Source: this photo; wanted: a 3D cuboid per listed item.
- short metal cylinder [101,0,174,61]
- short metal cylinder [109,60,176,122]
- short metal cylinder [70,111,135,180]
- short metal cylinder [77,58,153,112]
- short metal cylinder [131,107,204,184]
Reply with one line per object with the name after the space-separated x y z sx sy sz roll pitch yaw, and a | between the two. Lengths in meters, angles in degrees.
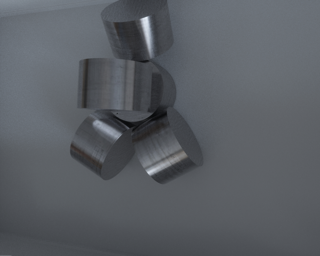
-0.027 -0.125 0.382 0.080 0.080 0.050 4 134 20 | short metal cylinder
-0.025 -0.047 0.403 0.080 0.050 0.080 0 90 20 | short metal cylinder
-0.069 0.021 0.404 0.050 0.080 0.080 31 100 18 | short metal cylinder
-0.050 -0.044 0.343 0.080 0.080 0.050 4 91 20 | short metal cylinder
0.010 0.021 0.376 0.050 0.080 0.080 -30 80 18 | short metal cylinder
